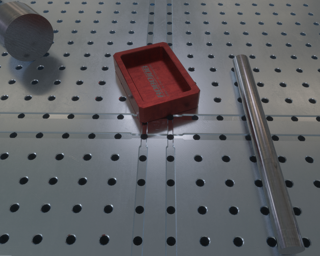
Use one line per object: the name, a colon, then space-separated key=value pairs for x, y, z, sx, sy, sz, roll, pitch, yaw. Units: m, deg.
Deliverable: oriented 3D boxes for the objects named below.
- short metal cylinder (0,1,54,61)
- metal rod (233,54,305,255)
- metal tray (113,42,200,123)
short metal cylinder: x=-0.222 y=-0.155 z=0.501 sx=0.080 sy=0.080 sz=0.050 roll=-36 pitch=59 yaw=-26
metal rod: x=0.130 y=0.006 z=0.402 sx=0.025 sy=0.025 sz=0.300 roll=0 pitch=50 yaw=0
metal tray: x=-0.008 y=-0.073 z=0.465 sx=0.091 sy=0.030 sz=0.130 roll=-17 pitch=52 yaw=-14
